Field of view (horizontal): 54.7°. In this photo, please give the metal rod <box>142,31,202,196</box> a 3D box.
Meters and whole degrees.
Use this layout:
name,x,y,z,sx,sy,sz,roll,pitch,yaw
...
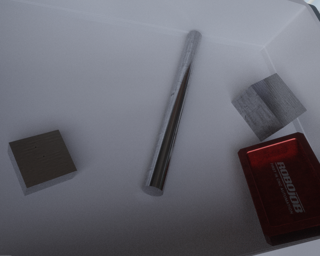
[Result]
name,x,y,z,sx,sy,sz,roll,pitch,yaw
metal rod,0.026,-0.042,0.447,0.025,0.025,0.300,26,52,-13

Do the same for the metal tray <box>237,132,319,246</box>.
name,x,y,z,sx,sy,sz,roll,pitch,yaw
metal tray,0.160,0.072,0.392,0.130,0.090,0.030,-96,163,-45

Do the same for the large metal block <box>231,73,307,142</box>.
name,x,y,z,sx,sy,sz,roll,pitch,yaw
large metal block,0.180,-0.036,0.511,0.081,0.050,0.080,-26,76,-37

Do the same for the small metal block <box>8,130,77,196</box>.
name,x,y,z,sx,sy,sz,roll,pitch,yaw
small metal block,-0.122,0.035,0.320,0.050,0.025,0.050,-18,71,-35
